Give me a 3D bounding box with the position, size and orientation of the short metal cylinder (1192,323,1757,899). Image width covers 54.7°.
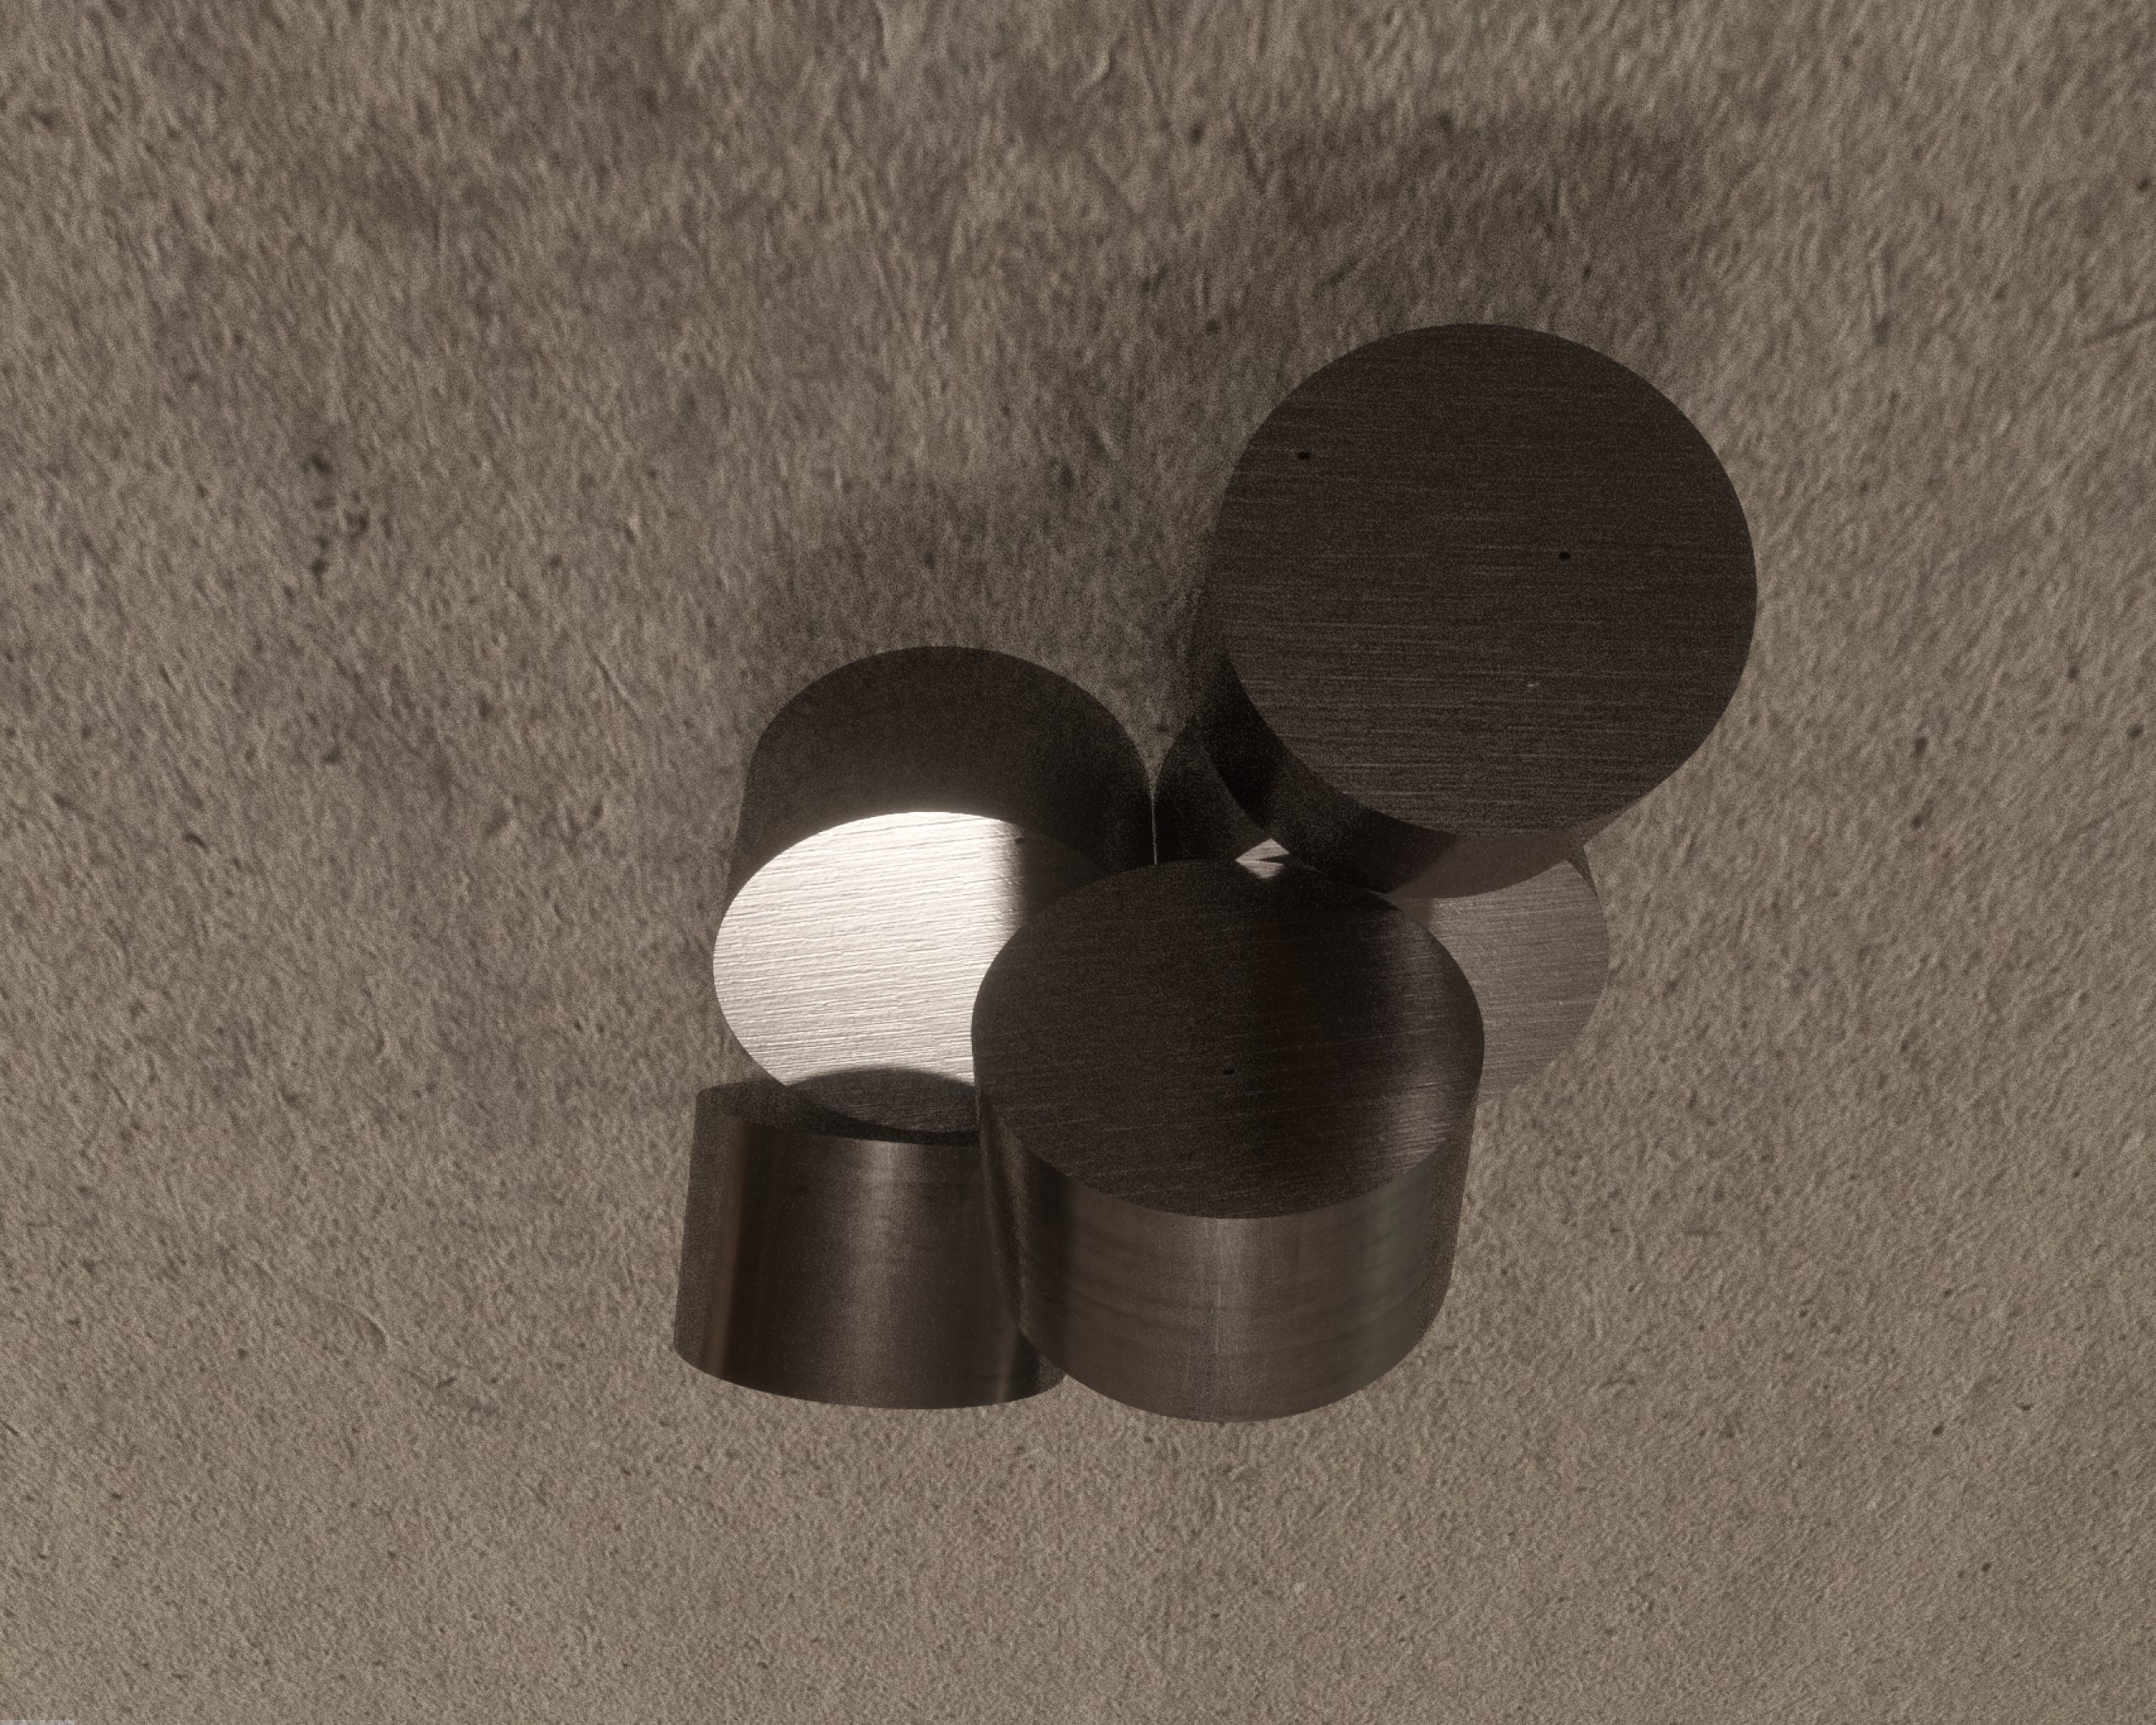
[{"bbox_3d":[0.060,-0.038,0.332,0.081,0.080,0.050,0,168,-1],"label":"short metal cylinder"}]

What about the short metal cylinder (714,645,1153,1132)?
[{"bbox_3d":[-0.025,0.006,0.396,0.081,0.050,0.079,0,130,0],"label":"short metal cylinder"}]

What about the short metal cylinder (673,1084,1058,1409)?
[{"bbox_3d":[-0.040,0.076,0.428,0.081,0.080,0.050,6,91,-5],"label":"short metal cylinder"}]

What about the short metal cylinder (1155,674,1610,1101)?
[{"bbox_3d":[0.055,0.005,0.396,0.081,0.050,0.079,0,130,0],"label":"short metal cylinder"}]

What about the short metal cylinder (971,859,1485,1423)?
[{"bbox_3d":[0.024,0.044,0.345,0.081,0.080,0.050,-1,130,0],"label":"short metal cylinder"}]
